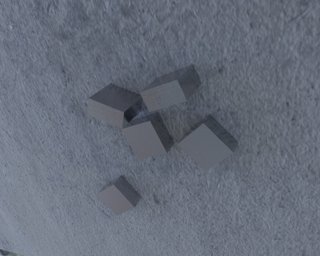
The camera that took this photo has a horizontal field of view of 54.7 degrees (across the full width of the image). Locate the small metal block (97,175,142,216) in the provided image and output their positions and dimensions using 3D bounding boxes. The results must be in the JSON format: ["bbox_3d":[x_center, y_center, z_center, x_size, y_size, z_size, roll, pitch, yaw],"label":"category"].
[{"bbox_3d":[-0.067,0.112,0.509,0.050,0.025,0.050,-35,99,38],"label":"small metal block"}]

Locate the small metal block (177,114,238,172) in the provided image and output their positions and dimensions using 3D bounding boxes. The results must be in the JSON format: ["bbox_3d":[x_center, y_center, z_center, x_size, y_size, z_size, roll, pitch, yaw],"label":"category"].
[{"bbox_3d":[0.059,0.019,0.386,0.050,0.025,0.050,44,129,-3],"label":"small metal block"}]

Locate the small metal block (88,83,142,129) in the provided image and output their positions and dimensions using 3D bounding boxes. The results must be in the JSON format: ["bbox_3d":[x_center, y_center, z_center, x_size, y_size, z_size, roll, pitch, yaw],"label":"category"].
[{"bbox_3d":[-0.057,-0.030,0.401,0.050,0.050,0.025,22,127,14],"label":"small metal block"}]

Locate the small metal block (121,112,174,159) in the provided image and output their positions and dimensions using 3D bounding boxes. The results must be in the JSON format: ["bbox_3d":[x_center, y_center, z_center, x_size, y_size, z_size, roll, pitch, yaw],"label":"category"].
[{"bbox_3d":[-0.017,0.011,0.421,0.050,0.025,0.050,-15,111,34],"label":"small metal block"}]

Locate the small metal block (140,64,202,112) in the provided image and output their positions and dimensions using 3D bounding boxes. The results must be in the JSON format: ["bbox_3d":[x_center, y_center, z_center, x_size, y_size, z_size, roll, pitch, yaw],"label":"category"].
[{"bbox_3d":[0.013,-0.046,0.354,0.050,0.050,0.025,-14,111,33],"label":"small metal block"}]
